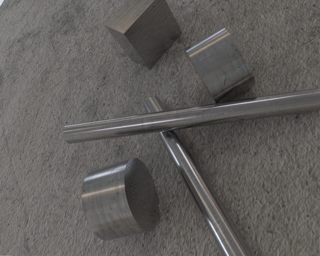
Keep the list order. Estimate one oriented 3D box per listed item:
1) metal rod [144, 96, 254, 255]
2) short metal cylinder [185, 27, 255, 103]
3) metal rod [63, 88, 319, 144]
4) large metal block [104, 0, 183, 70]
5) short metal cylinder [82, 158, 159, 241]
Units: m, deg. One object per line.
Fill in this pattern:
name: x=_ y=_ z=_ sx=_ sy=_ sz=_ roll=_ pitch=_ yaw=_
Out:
metal rod: x=0.045 y=0.069 z=0.337 sx=0.025 sy=0.025 sz=0.300 roll=-34 pitch=51 yaw=6
short metal cylinder: x=0.072 y=-0.073 z=0.376 sx=0.050 sy=0.080 sz=0.080 roll=-30 pitch=52 yaw=9
metal rod: x=0.026 y=-0.011 z=0.368 sx=0.301 sy=0.025 sz=0.025 roll=-8 pitch=58 yaw=13
large metal block: x=-0.023 y=-0.151 z=0.473 sx=0.050 sy=0.080 sz=0.080 roll=35 pitch=81 yaw=38
short metal cylinder: x=-0.041 y=0.078 z=0.342 sx=0.050 sy=0.080 sz=0.080 roll=-18 pitch=55 yaw=18
